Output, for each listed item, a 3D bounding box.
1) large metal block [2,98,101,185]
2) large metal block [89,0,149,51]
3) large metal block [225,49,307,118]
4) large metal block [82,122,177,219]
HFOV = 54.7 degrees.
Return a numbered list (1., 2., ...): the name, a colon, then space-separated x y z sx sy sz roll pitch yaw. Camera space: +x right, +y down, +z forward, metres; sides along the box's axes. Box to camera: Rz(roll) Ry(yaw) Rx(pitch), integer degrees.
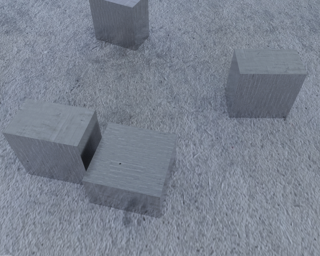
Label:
1. large metal block: -0.114 0.018 0.351 0.080 0.080 0.050 10 51 8
2. large metal block: -0.067 -0.187 0.524 0.080 0.080 0.050 21 53 16
3. large metal block: 0.137 -0.058 0.417 0.081 0.080 0.050 1 50 0
4. large metal block: -0.029 0.046 0.348 0.080 0.050 0.080 10 51 8
